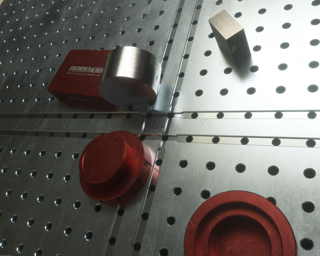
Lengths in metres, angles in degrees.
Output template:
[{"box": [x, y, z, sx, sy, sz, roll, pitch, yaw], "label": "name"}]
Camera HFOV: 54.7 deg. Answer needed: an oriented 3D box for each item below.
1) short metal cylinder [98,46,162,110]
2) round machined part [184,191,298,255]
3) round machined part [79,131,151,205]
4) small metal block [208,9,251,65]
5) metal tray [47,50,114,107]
[{"box": [-0.041, -0.068, 0.435, 0.080, 0.080, 0.050, -6, 60, 25], "label": "short metal cylinder"}, {"box": [0.075, 0.112, 0.289, 0.098, 0.042, 0.098, -13, 56, 20], "label": "round machined part"}, {"box": [-0.065, 0.046, 0.401, 0.098, 0.042, 0.098, -13, 56, 20], "label": "round machined part"}, {"box": [0.094, -0.122, 0.417, 0.025, 0.050, 0.050, -32, 52, 7], "label": "small metal block"}, {"box": [-0.116, -0.086, 0.517, 0.130, 0.030, 0.090, 10, 66, 31], "label": "metal tray"}]
